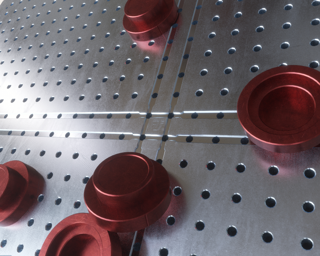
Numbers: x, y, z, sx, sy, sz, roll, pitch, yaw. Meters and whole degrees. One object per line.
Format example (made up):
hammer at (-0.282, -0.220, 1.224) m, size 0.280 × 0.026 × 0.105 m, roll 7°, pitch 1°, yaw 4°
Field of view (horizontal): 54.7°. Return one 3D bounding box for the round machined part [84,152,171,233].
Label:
round machined part at (-0.038, 0.064, 0.351) m, size 0.099 × 0.042 × 0.098 m, roll -5°, pitch 36°, yaw 4°

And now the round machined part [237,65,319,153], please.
round machined part at (0.137, -0.017, 0.335) m, size 0.098 × 0.042 × 0.098 m, roll -13°, pitch 56°, yaw 20°

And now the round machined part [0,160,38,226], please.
round machined part at (-0.235, 0.093, 0.461) m, size 0.098 × 0.042 × 0.098 m, roll -13°, pitch 56°, yaw 20°

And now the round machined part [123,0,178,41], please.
round machined part at (-0.022, -0.200, 0.530) m, size 0.098 × 0.042 × 0.098 m, roll -13°, pitch 56°, yaw 20°

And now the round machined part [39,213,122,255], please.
round machined part at (-0.085, 0.150, 0.349) m, size 0.098 × 0.042 × 0.098 m, roll -13°, pitch 56°, yaw 20°
